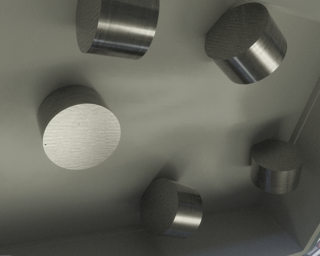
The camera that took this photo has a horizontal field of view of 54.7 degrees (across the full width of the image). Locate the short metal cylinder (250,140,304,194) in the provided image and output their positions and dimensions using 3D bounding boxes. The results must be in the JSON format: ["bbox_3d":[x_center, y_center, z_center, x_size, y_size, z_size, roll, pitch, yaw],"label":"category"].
[{"bbox_3d":[0.193,0.063,0.518,0.081,0.080,0.050,-20,126,-17],"label":"short metal cylinder"}]

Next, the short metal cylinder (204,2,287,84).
[{"bbox_3d":[0.100,-0.099,0.367,0.080,0.080,0.050,-49,129,6],"label":"short metal cylinder"}]

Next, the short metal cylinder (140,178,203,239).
[{"bbox_3d":[0.016,0.118,0.455,0.050,0.080,0.080,24,105,-37],"label":"short metal cylinder"}]

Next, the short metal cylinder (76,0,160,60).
[{"bbox_3d":[-0.042,-0.106,0.285,0.050,0.080,0.079,1,118,-29],"label":"short metal cylinder"}]

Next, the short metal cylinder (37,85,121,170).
[{"bbox_3d":[-0.090,-0.001,0.342,0.081,0.050,0.079,-14,124,-21],"label":"short metal cylinder"}]
